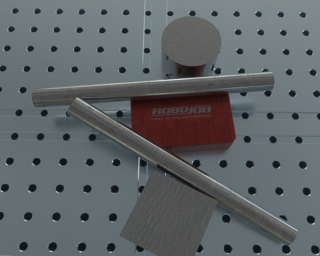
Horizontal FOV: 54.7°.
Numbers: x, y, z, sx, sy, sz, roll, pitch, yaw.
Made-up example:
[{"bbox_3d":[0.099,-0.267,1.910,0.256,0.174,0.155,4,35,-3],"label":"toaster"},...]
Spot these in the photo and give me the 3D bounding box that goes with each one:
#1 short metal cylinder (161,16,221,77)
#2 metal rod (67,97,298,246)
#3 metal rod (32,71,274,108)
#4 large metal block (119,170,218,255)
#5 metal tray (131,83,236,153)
[{"bbox_3d":[0.042,-0.109,0.438,0.081,0.050,0.080,0,70,0],"label":"short metal cylinder"},{"bbox_3d":[0.025,0.051,0.369,0.301,0.025,0.025,31,73,1],"label":"metal rod"},{"bbox_3d":[-0.007,-0.050,0.397,0.302,0.025,0.025,-4,70,-2],"label":"metal rod"},{"bbox_3d":[0.011,0.106,0.360,0.080,0.050,0.080,25,72,8],"label":"large metal block"},{"bbox_3d":[0.028,-0.015,0.415,0.131,0.030,0.090,-4,70,-2],"label":"metal tray"}]
